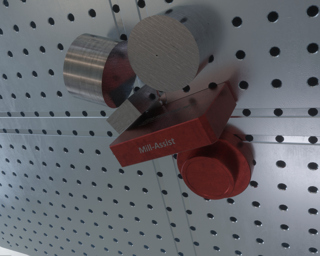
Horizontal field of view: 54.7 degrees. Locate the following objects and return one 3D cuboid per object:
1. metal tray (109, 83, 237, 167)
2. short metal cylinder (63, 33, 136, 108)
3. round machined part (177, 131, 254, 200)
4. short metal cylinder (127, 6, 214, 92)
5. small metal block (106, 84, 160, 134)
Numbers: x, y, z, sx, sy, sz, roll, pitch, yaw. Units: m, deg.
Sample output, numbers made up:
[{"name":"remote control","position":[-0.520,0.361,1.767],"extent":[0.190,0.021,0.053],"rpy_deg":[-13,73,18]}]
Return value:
[{"name":"metal tray","position":[0.015,-0.003,0.359],"extent":[0.130,0.090,0.030],"rpy_deg":[-18,109,35]},{"name":"short metal cylinder","position":[-0.068,-0.068,0.370],"extent":[0.050,0.080,0.079],"rpy_deg":[16,125,19]},{"name":"round machined part","position":[0.067,0.053,0.398],"extent":[0.098,0.042,0.097],"rpy_deg":[13,124,20]},{"name":"short metal cylinder","position":[0.012,-0.086,0.335],"extent":[0.080,0.050,0.079],"rpy_deg":[13,124,21]},{"name":"small metal block","position":[-0.035,-0.025,0.398],"extent":[0.025,0.050,0.050],"rpy_deg":[47,129,-5]}]
